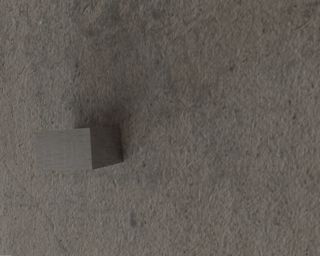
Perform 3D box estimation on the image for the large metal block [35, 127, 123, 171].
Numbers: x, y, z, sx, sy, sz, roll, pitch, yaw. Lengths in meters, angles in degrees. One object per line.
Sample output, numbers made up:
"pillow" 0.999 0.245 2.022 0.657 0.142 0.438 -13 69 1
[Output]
"large metal block" -0.106 0.027 0.416 0.080 0.080 0.050 -4 89 19
